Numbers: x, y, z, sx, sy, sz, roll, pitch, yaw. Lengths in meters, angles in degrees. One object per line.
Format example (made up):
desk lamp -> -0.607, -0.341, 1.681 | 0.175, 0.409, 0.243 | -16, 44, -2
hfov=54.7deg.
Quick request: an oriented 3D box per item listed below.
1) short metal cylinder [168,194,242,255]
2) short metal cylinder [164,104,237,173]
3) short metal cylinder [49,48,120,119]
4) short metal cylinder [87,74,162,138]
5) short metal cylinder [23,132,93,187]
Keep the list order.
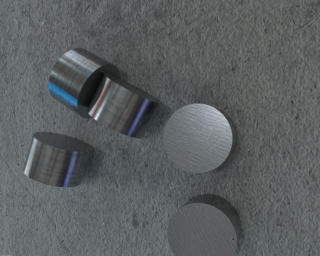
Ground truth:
short metal cylinder -> 0.055, 0.125, 0.376 | 0.080, 0.050, 0.080 | 0, 90, 20
short metal cylinder -> 0.051, 0.012, 0.378 | 0.080, 0.050, 0.080 | 0, 90, 20
short metal cylinder -> -0.099, -0.059, 0.414 | 0.050, 0.080, 0.080 | 31, 100, 18
short metal cylinder -> -0.045, -0.028, 0.396 | 0.080, 0.080, 0.050 | 31, 100, 17
short metal cylinder -> -0.140, 0.042, 0.429 | 0.080, 0.080, 0.050 | 20, 97, 19
